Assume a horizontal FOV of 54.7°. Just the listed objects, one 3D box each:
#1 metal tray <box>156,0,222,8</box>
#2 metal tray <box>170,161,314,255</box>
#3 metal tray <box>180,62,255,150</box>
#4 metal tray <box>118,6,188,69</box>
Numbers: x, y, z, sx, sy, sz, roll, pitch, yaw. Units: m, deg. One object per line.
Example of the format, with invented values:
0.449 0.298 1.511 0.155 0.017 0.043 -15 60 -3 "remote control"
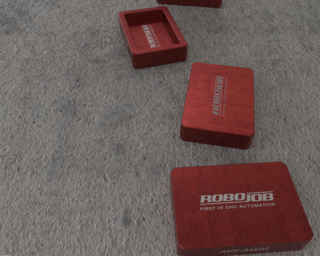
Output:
0.060 -0.287 0.601 0.131 0.090 0.030 6 51 5 "metal tray"
0.080 0.084 0.330 0.131 0.030 0.090 -3 50 -3 "metal tray"
0.082 -0.036 0.430 0.090 0.030 0.130 8 50 6 "metal tray"
-0.015 -0.159 0.533 0.091 0.030 0.130 -12 51 -10 "metal tray"
